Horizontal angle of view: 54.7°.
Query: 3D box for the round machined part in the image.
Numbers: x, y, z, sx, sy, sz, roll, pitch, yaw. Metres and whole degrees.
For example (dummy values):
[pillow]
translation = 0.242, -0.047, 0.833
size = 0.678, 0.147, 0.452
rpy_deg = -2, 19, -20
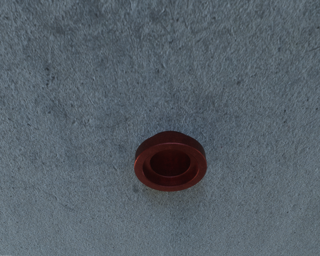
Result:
[round machined part]
translation = 0.014, 0.042, 0.434
size = 0.099, 0.042, 0.097
rpy_deg = -1, 130, 0
